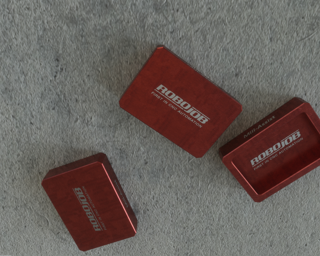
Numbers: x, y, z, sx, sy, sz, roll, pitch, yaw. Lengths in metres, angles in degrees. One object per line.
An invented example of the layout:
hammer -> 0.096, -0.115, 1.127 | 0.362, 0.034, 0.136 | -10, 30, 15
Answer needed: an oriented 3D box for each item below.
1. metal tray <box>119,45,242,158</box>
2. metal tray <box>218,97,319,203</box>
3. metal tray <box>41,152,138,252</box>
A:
metal tray -> 0.026, -0.032, 0.395 | 0.130, 0.030, 0.090 | 34, 106, -12
metal tray -> 0.158, 0.031, 0.419 | 0.130, 0.030, 0.090 | -36, 106, 12
metal tray -> -0.097, 0.109, 0.446 | 0.090, 0.030, 0.129 | -19, 109, 7
